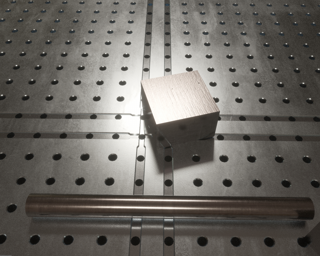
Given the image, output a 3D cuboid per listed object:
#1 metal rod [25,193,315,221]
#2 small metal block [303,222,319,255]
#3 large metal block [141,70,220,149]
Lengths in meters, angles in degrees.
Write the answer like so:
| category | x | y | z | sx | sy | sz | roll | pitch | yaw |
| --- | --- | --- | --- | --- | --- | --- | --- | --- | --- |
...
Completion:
| category | x | y | z | sx | sy | sz | roll | pitch | yaw |
| --- | --- | --- | --- | --- | --- | --- | --- | --- | --- |
| metal rod | 0.011 | 0.086 | 0.335 | 0.302 | 0.025 | 0.025 | 1 | 50 | 0 |
| small metal block | 0.176 | 0.112 | 0.299 | 0.025 | 0.050 | 0.050 | -26 | 55 | -21 |
| large metal block | 0.024 | -0.026 | 0.414 | 0.081 | 0.050 | 0.080 | -12 | 51 | -10 |
